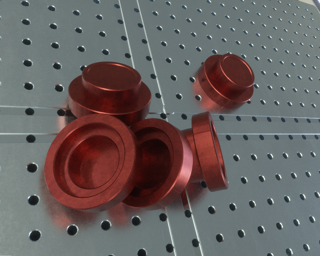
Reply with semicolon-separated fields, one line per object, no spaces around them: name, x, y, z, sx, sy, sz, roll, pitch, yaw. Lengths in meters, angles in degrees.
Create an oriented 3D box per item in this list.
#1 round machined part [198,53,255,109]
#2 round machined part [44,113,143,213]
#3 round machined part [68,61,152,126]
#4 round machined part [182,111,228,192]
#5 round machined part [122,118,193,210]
round machined part;0.117;-0.084;0.514;0.099;0.042;0.098;14;56;-21
round machined part;-0.064;0.037;0.320;0.098;0.042;0.098;-6;66;15
round machined part;-0.058;-0.046;0.371;0.099;0.042;0.098;8;37;-6
round machined part;0.052;0.031;0.386;0.042;0.098;0.098;-14;61;13
round machined part;-0.006;0.042;0.343;0.042;0.098;0.098;32;43;-49
